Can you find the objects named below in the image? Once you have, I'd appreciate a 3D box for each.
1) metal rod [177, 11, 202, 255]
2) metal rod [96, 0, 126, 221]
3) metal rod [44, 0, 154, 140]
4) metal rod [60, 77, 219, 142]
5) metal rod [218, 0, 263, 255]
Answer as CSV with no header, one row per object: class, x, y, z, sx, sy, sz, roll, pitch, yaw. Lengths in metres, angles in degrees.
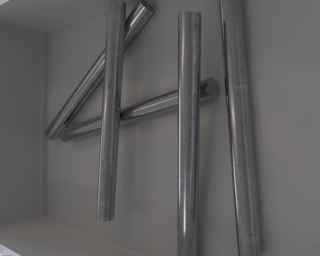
metal rod,0.033,0.024,0.356,0.025,0.025,0.298,7,102,40
metal rod,-0.068,-0.021,0.428,0.025,0.025,0.298,6,94,40
metal rod,-0.110,-0.077,0.497,0.299,0.025,0.025,-44,64,31
metal rod,-0.052,-0.017,0.449,0.300,0.025,0.025,-15,81,39
metal rod,0.086,-0.013,0.335,0.025,0.025,0.298,-6,86,40
